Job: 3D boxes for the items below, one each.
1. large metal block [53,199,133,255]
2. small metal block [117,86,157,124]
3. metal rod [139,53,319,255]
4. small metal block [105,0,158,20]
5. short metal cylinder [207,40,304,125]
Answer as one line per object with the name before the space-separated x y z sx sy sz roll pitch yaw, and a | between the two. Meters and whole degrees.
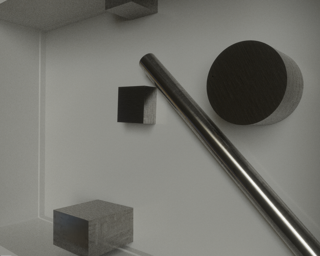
large metal block | -0.096 0.142 0.447 0.080 0.081 0.050 0 90 39
small metal block | -0.032 -0.032 0.431 0.050 0.025 0.050 4 92 39
metal rod | 0.064 0.016 0.352 0.025 0.025 0.300 -52 60 27
small metal block | -0.038 -0.171 0.420 0.050 0.050 0.025 1 91 40
short metal cylinder | 0.095 -0.043 0.311 0.080 0.050 0.079 0 90 39
